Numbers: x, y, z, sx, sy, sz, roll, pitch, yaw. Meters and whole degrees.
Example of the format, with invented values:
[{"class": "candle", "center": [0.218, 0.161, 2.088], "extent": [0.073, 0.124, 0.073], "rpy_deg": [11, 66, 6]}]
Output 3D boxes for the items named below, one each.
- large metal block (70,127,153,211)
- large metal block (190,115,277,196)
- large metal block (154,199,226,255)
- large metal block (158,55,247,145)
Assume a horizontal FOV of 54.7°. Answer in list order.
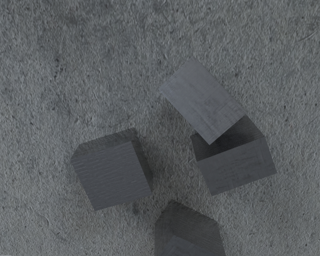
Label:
[{"class": "large metal block", "center": [-0.061, 0.054, 0.416], "extent": [0.080, 0.050, 0.080], "rpy_deg": [-17, 109, 6]}, {"class": "large metal block", "center": [0.089, 0.031, 0.393], "extent": [0.080, 0.080, 0.050], "rpy_deg": [-22, 109, 8]}, {"class": "large metal block", "center": [0.040, 0.159, 0.439], "extent": [0.080, 0.080, 0.050], "rpy_deg": [28, 108, -10]}, {"class": "large metal block", "center": [0.052, -0.033, 0.357], "extent": [0.050, 0.080, 0.080], "rpy_deg": [-43, 86, 14]}]
